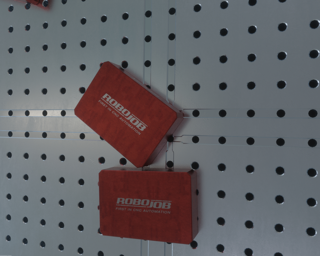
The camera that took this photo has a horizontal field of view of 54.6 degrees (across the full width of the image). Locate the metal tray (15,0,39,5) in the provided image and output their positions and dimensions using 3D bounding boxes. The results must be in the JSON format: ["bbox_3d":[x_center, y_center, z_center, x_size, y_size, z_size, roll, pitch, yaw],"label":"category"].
[{"bbox_3d":[-0.244,-0.258,0.497,0.130,0.030,0.090,20,97,19],"label":"metal tray"}]

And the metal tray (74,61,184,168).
[{"bbox_3d":[-0.045,-0.019,0.426,0.130,0.030,0.090,38,102,16],"label":"metal tray"}]

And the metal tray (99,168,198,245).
[{"bbox_3d":[-0.017,0.101,0.416,0.130,0.030,0.090,-1,90,20],"label":"metal tray"}]
